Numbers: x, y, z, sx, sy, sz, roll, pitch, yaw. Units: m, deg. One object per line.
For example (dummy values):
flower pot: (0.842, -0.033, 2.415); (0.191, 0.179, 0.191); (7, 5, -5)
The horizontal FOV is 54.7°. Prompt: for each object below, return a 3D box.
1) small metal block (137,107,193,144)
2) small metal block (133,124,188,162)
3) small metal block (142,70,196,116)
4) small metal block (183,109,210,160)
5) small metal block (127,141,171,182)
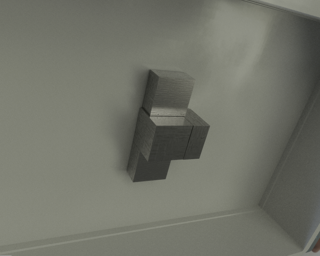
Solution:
small metal block: (0.005, -0.004, 0.390); (0.050, 0.050, 0.025); (0, 119, -28)
small metal block: (0.000, 0.018, 0.401); (0.050, 0.050, 0.025); (0, 119, -28)
small metal block: (0.011, -0.043, 0.385); (0.050, 0.025, 0.050); (0, 119, -28)
small metal block: (0.036, 0.007, 0.414); (0.025, 0.050, 0.050); (0, 119, -28)
small metal block: (-0.014, 0.045, 0.426); (0.050, 0.025, 0.050); (0, 119, -28)
